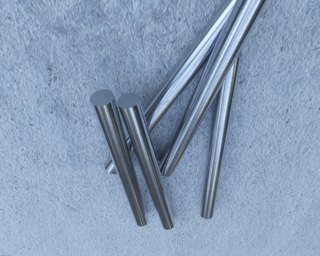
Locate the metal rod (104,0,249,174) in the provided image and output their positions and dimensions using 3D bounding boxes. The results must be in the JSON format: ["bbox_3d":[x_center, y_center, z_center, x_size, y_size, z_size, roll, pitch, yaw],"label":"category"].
[{"bbox_3d":[0.008,-0.039,0.373,0.025,0.025,0.298,25,126,-20],"label":"metal rod"}]

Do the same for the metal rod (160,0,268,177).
[{"bbox_3d":[0.049,-0.036,0.355,0.025,0.025,0.298,12,136,-10],"label":"metal rod"}]

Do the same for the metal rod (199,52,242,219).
[{"bbox_3d":[0.079,0.032,0.434,0.025,0.025,0.298,-1,130,0],"label":"metal rod"}]

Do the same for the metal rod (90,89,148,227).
[{"bbox_3d":[-0.046,0.065,0.431,0.025,0.025,0.299,-4,139,3],"label":"metal rod"}]

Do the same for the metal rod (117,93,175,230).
[{"bbox_3d":[-0.010,0.070,0.444,0.025,0.025,0.299,-7,137,6],"label":"metal rod"}]
